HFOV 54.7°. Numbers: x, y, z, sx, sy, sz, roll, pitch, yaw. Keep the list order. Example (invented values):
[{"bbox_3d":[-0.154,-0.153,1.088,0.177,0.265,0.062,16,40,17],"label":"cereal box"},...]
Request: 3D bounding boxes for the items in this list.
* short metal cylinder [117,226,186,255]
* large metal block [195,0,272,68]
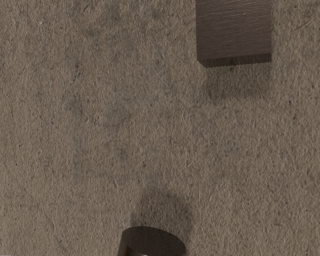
[{"bbox_3d":[-0.013,0.163,0.384,0.080,0.080,0.050,15,95,19],"label":"short metal cylinder"},{"bbox_3d":[0.088,-0.118,0.365,0.080,0.050,0.079,-2,90,19],"label":"large metal block"}]
